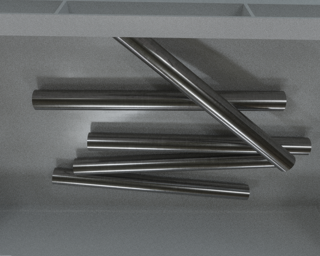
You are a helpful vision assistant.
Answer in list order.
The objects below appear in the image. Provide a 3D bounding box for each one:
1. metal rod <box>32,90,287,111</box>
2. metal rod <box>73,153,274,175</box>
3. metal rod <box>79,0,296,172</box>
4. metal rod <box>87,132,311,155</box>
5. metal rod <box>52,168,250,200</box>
[{"bbox_3d":[0.000,-0.034,0.380,0.302,0.025,0.025,0,130,-1],"label":"metal rod"},{"bbox_3d":[0.027,0.051,0.452,0.302,0.025,0.025,-2,130,1],"label":"metal rod"},{"bbox_3d":[0.045,-0.040,0.347,0.301,0.025,0.025,36,122,-17],"label":"metal rod"},{"bbox_3d":[0.054,0.022,0.427,0.302,0.025,0.025,1,130,-2],"label":"metal rod"},{"bbox_3d":[-0.010,0.088,0.483,0.302,0.025,0.025,6,130,-6],"label":"metal rod"}]
